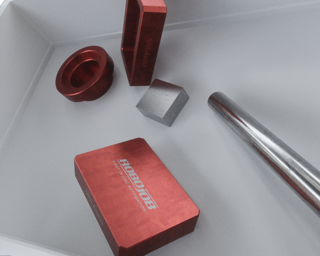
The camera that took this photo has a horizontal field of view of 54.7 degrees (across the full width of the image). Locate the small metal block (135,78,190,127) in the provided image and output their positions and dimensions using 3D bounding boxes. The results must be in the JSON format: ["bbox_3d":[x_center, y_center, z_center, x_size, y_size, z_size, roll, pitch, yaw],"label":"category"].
[{"bbox_3d":[0.004,-0.035,0.424,0.050,0.025,0.050,25,75,36],"label":"small metal block"}]

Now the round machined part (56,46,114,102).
[{"bbox_3d":[-0.117,-0.083,0.505,0.098,0.042,0.098,-13,56,20],"label":"round machined part"}]

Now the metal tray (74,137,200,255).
[{"bbox_3d":[-0.030,0.071,0.343,0.091,0.030,0.130,-16,45,-28],"label":"metal tray"}]

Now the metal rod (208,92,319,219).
[{"bbox_3d":[0.107,0.030,0.260,0.025,0.025,0.300,-36,29,4],"label":"metal rod"}]

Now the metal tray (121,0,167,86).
[{"bbox_3d":[-0.028,-0.134,0.438,0.030,0.129,0.090,-4,52,-17],"label":"metal tray"}]
